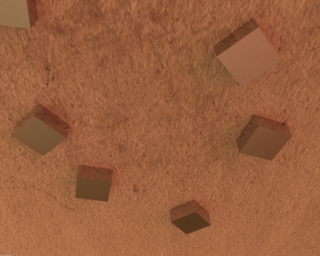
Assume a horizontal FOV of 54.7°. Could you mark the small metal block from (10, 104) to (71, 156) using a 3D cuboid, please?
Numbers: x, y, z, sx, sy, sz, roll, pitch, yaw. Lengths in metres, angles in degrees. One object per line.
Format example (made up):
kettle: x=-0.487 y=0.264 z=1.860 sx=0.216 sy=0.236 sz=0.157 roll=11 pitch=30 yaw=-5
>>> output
small metal block: x=-0.156 y=0.004 z=0.408 sx=0.050 sy=0.025 sz=0.050 roll=-33 pitch=123 yaw=24

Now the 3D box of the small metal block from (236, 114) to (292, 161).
small metal block: x=0.140 y=0.014 z=0.421 sx=0.050 sy=0.025 sz=0.050 roll=15 pitch=129 yaw=-13

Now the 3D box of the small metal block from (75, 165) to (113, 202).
small metal block: x=-0.102 y=0.086 z=0.479 sx=0.050 sy=0.025 sz=0.050 roll=9 pitch=130 yaw=-9

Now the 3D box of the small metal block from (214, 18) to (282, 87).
small metal block: x=0.095 y=-0.082 z=0.339 sx=0.050 sy=0.025 sz=0.050 roll=-33 pitch=123 yaw=24

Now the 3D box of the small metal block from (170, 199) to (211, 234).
small metal block: x=0.053 y=0.156 z=0.541 sx=0.050 sy=0.025 sz=0.050 roll=-29 pitch=125 yaw=22

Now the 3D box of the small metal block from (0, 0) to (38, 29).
small metal block: x=-0.149 y=-0.127 z=0.297 sx=0.050 sy=0.025 sz=0.050 roll=6 pitch=130 yaw=-6
